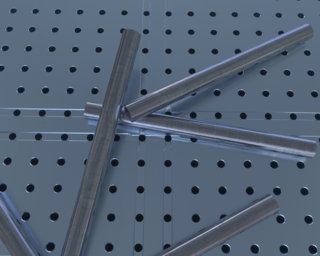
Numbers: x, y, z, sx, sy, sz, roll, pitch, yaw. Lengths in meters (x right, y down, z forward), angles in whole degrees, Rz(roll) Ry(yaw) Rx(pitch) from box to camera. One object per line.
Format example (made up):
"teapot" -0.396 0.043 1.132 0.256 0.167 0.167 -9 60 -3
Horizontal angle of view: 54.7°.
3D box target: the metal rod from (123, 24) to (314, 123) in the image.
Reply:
"metal rod" 0.091 -0.082 0.428 0.302 0.025 0.025 -26 72 -15

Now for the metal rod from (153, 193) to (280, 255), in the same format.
"metal rod" 0.004 0.155 0.355 0.302 0.025 0.025 -25 72 -9

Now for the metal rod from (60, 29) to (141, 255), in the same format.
"metal rod" -0.071 0.017 0.383 0.025 0.025 0.299 12 78 4

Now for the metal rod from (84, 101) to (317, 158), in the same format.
"metal rod" 0.050 0.002 0.411 0.302 0.025 0.025 10 70 3

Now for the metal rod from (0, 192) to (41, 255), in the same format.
"metal rod" -0.221 0.070 0.383 0.025 0.025 0.300 -38 75 -13
